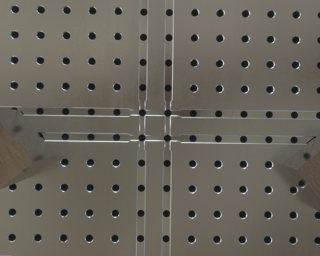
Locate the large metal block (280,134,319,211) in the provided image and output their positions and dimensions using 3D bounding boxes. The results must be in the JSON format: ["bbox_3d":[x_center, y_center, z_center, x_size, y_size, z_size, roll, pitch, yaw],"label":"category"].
[{"bbox_3d":[0.223,0.057,0.404,0.080,0.050,0.080,-38,91,0],"label":"large metal block"}]

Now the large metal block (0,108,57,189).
[{"bbox_3d":[-0.186,0.022,0.383,0.050,0.080,0.080,-39,91,0],"label":"large metal block"}]
